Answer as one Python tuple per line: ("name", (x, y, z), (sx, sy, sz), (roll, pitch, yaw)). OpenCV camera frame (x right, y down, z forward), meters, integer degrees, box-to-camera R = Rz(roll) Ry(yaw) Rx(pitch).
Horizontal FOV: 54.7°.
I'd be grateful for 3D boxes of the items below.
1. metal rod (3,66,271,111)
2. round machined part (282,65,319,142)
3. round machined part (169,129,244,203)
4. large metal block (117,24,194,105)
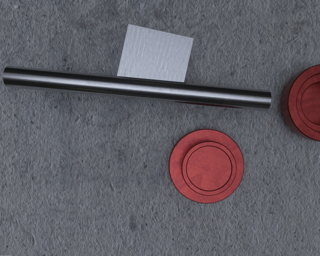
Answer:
("metal rod", (-0.025, -0.046, 0.359), (0.302, 0.025, 0.025), (5, 90, 0))
("round machined part", (0.207, -0.031, 0.403), (0.099, 0.042, 0.097), (0, 90, 0))
("round machined part", (0.061, 0.050, 0.402), (0.099, 0.042, 0.097), (0, 90, 0))
("large metal block", (-0.007, -0.078, 0.397), (0.080, 0.050, 0.080), (12, 90, 0))
